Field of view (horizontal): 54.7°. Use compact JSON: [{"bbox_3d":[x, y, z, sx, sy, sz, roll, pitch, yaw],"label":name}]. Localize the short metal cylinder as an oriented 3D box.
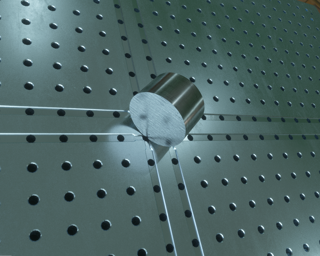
[{"bbox_3d":[0.009,-0.023,0.392,0.080,0.080,0.050,42,51,0],"label":"short metal cylinder"}]
